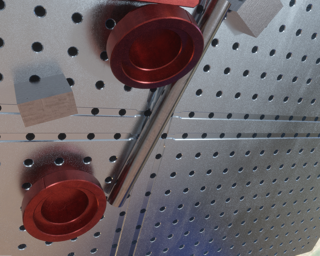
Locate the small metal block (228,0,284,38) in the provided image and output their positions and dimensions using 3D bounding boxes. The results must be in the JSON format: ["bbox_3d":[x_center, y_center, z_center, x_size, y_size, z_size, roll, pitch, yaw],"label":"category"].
[{"bbox_3d":[0.116,-0.149,0.382,0.050,0.025,0.050,34,99,-39],"label":"small metal block"}]

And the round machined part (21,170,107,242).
[{"bbox_3d":[-0.121,0.092,0.391,0.099,0.042,0.097,-14,124,-21],"label":"round machined part"}]

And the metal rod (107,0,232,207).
[{"bbox_3d":[0.004,-0.022,0.399,0.025,0.025,0.298,17,110,-35],"label":"metal rod"}]

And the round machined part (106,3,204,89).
[{"bbox_3d":[-0.007,-0.089,0.325,0.099,0.042,0.098,-14,150,-8],"label":"round machined part"}]

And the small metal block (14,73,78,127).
[{"bbox_3d":[-0.116,-0.030,0.313,0.050,0.050,0.025,-17,125,-19],"label":"small metal block"}]

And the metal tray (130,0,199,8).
[{"bbox_3d":[0.004,-0.188,0.294,0.091,0.030,0.129,-4,121,-26],"label":"metal tray"}]
